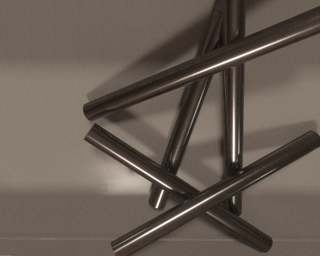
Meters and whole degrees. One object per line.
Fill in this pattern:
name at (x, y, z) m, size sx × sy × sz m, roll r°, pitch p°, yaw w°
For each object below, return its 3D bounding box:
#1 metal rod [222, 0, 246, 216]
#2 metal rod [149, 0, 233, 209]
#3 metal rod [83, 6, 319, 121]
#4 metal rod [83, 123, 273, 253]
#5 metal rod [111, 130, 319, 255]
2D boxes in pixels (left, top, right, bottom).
metal rod at (0.094, -0.010, 0.394) m, size 0.025 × 0.025 × 0.298 m, roll -6°, pitch 116°, yaw 1°
metal rod at (0.039, -0.024, 0.402) m, size 0.025 × 0.025 × 0.298 m, roll 16°, pitch 109°, yaw -6°
metal rod at (0.040, -0.066, 0.349) m, size 0.300 × 0.025 × 0.025 m, roll -19°, pitch 110°, yaw 21°
metal rod at (0.034, 0.087, 0.416) m, size 0.301 × 0.025 × 0.025 m, roll 34°, pitch 106°, yaw -13°
metal rod at (0.079, 0.082, 0.399) m, size 0.302 × 0.025 × 0.025 m, roll -27°, pitch 109°, yaw -8°
